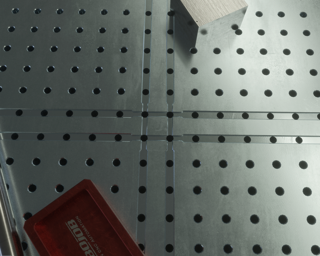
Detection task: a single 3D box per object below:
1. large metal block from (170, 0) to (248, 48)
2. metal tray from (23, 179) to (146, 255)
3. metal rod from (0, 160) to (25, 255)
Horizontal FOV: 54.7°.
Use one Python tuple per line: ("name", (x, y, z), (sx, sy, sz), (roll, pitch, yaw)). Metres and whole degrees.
("large metal block", (0.070, -0.180, 0.465), (0.080, 0.050, 0.080), (-26, 72, -9))
("metal tray", (-0.082, 0.137, 0.358), (0.090, 0.030, 0.130), (-36, 74, -12))
("metal rod", (-0.202, 0.078, 0.381), (0.025, 0.025, 0.299), (-22, 72, -8))
